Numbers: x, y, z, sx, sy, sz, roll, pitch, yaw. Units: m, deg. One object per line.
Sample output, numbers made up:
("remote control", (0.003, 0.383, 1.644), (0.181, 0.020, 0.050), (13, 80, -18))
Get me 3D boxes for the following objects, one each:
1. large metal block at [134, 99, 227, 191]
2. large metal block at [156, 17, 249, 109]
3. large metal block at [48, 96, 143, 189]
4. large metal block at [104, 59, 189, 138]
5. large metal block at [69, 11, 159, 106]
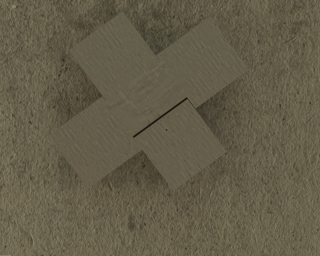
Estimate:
("large metal block", (0.025, 0.020, 0.398), (0.080, 0.050, 0.080), (-36, 90, 0))
("large metal block", (0.051, -0.079, 0.398), (0.080, 0.050, 0.080), (-36, 90, 0))
("large metal block", (-0.078, 0.017, 0.397), (0.080, 0.050, 0.080), (-36, 90, 0))
("large metal block", (-0.015, -0.033, 0.383), (0.080, 0.080, 0.050), (-36, 90, 0))
("large metal block", (-0.054, -0.085, 0.397), (0.080, 0.050, 0.080), (-36, 90, 0))
